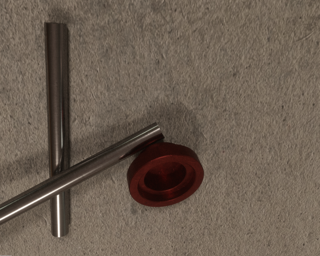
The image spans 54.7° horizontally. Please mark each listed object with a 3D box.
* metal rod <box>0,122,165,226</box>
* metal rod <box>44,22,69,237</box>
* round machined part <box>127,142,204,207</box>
[{"bbox_3d":[-0.132,0.073,0.408,0.301,0.025,0.025,-28,108,-1],"label":"metal rod"},{"bbox_3d":[-0.136,0.016,0.413,0.025,0.025,0.298,5,110,-2],"label":"metal rod"},{"bbox_3d":[0.005,0.057,0.410,0.099,0.042,0.097,-9,130,-10],"label":"round machined part"}]
